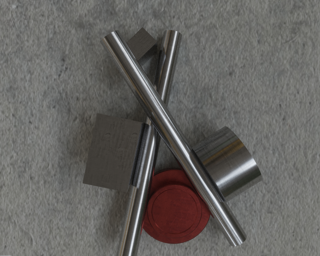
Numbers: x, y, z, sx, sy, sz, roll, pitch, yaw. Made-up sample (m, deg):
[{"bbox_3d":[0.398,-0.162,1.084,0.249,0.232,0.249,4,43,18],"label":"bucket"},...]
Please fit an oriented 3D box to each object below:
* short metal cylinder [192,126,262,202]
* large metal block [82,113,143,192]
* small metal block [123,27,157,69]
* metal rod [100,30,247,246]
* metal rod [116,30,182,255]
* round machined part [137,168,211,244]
[{"bbox_3d":[0.081,0.045,0.385,0.050,0.080,0.080,-32,90,0],"label":"short metal cylinder"},{"bbox_3d":[-0.053,0.027,0.383,0.050,0.080,0.080,12,90,0],"label":"large metal block"},{"bbox_3d":[-0.030,-0.096,0.398,0.050,0.050,0.025,-45,91,0],"label":"small metal block"},{"bbox_3d":[0.022,0.020,0.377,0.025,0.025,0.299,-33,99,0],"label":"metal rod"},{"bbox_3d":[-0.013,0.020,0.396,0.025,0.025,0.298,12,84,-1],"label":"metal rod"},{"bbox_3d":[0.018,0.103,0.404,0.099,0.042,0.097,0,90,-1],"label":"round machined part"}]
